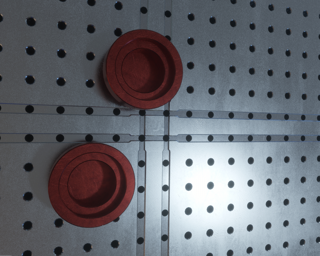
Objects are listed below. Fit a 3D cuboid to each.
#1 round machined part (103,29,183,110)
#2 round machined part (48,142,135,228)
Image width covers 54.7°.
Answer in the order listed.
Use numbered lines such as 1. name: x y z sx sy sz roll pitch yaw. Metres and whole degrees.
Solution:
1. round machined part: -0.024 -0.071 0.396 0.099 0.042 0.097 0 90 -21
2. round machined part: -0.083 0.066 0.374 0.099 0.042 0.097 0 90 -21
